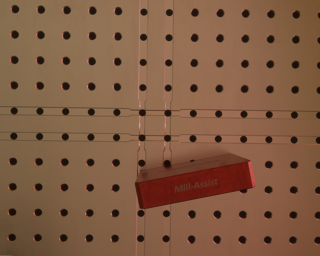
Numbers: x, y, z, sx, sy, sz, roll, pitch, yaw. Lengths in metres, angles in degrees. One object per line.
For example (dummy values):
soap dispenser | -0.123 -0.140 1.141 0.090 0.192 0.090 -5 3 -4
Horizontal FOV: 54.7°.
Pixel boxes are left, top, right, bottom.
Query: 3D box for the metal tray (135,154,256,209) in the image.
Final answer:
metal tray | 0.039 0.062 0.381 0.131 0.090 0.030 -11 90 -1
